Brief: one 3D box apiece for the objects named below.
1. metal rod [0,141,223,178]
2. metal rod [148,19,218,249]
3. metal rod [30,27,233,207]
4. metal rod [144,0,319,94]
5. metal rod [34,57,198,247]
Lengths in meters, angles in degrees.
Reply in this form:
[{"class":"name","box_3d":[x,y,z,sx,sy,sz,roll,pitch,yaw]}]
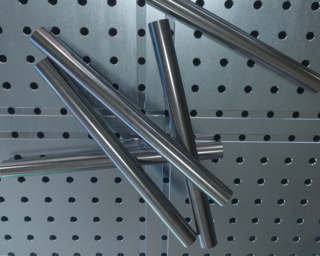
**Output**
[{"class":"metal rod","box_3d":[-0.066,0.043,0.428,0.302,0.025,0.025,-5,110,1]},{"class":"metal rod","box_3d":[0.032,0.016,0.396,0.025,0.025,0.298,-13,101,4]},{"class":"metal rod","box_3d":[-0.033,-0.013,0.374,0.300,0.025,0.025,41,105,-1]},{"class":"metal rod","box_3d":[0.068,-0.119,0.370,0.301,0.025,0.025,26,108,-10]},{"class":"metal rod","box_3d":[-0.052,0.036,0.400,0.025,0.025,0.300,-37,97,12]}]
